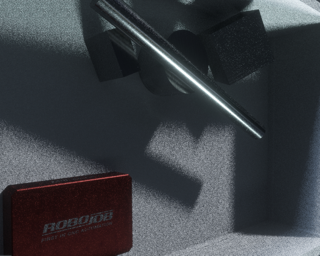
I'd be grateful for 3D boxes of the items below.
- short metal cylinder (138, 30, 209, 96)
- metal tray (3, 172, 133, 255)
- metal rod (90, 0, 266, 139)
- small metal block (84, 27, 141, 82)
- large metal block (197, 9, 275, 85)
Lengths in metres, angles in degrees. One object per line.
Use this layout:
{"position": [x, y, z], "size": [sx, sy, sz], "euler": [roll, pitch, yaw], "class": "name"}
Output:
{"position": [0.018, -0.083, 0.407], "size": [0.081, 0.050, 0.079], "euler": [0, 90, -40], "class": "short metal cylinder"}
{"position": [-0.091, 0.099, 0.328], "size": [0.131, 0.030, 0.089], "euler": [-1, 91, -40], "class": "metal tray"}
{"position": [0.045, -0.059, 0.380], "size": [0.301, 0.025, 0.025], "euler": [32, 70, -36], "class": "metal rod"}
{"position": [-0.054, -0.081, 0.347], "size": [0.025, 0.050, 0.050], "euler": [-30, 109, -36], "class": "small metal block"}
{"position": [0.114, -0.122, 0.468], "size": [0.080, 0.050, 0.080], "euler": [-29, 111, -7], "class": "large metal block"}
